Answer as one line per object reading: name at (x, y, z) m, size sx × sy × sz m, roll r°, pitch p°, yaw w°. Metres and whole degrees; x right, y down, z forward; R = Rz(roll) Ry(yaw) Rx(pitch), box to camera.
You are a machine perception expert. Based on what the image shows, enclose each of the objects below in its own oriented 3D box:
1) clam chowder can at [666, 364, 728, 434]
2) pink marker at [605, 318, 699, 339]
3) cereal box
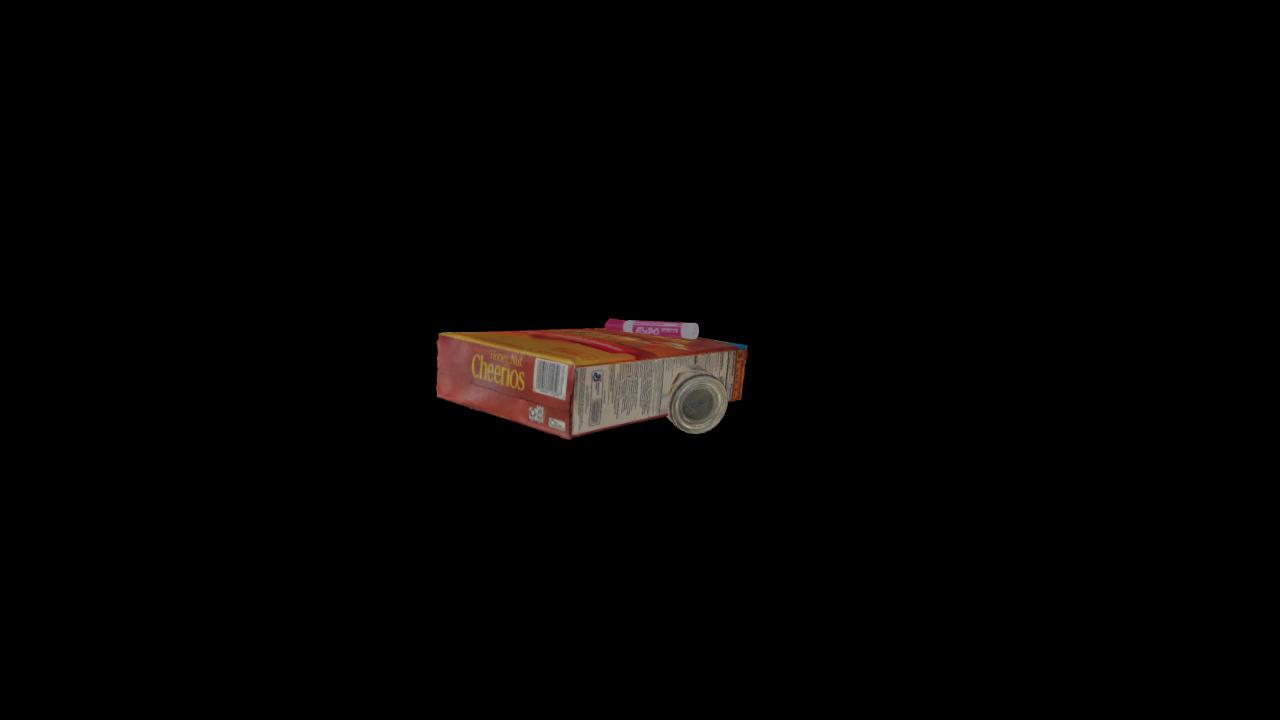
clam chowder can at (0.045, 0.032, 0.673) m, size 0.068 × 0.068 × 0.102 m, roll 0°, pitch 17°, yaw -21°
pink marker at (0.011, -0.037, 0.731) m, size 0.121 × 0.020 × 0.020 m, roll 5°, pitch 2°, yaw 28°
cereal box at (-0.041, 0.010, 0.695) m, size 0.203 × 0.081 × 0.306 m, roll 11°, pitch 11°, yaw 38°
